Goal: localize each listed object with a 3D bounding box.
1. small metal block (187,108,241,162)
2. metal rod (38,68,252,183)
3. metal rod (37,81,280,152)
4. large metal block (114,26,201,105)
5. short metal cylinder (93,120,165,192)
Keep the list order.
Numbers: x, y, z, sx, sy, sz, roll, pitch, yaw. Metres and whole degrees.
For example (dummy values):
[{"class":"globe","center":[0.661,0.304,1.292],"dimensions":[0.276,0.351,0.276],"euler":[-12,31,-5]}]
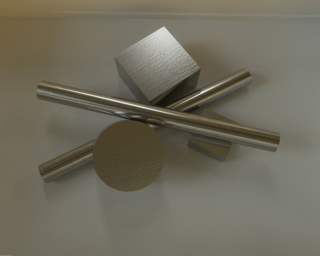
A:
[{"class":"small metal block","center":[0.070,0.010,0.404],"dimensions":[0.050,0.025,0.050],"euler":[25,72,8]},{"class":"metal rod","center":[-0.012,-0.008,0.410],"dimensions":[0.302,0.025,0.025],"euler":[-26,72,-10]},{"class":"metal rod","center":[-0.005,-0.016,0.387],"dimensions":[0.302,0.025,0.025],"euler":[13,71,4]},{"class":"large metal block","center":[-0.004,-0.077,0.422],"dimensions":[0.080,0.050,0.080],"euler":[-34,74,-12]},{"class":"short metal cylinder","center":[-0.039,0.030,0.368],"dimensions":[0.081,0.050,0.079],"euler":[0,92,-12]}]
